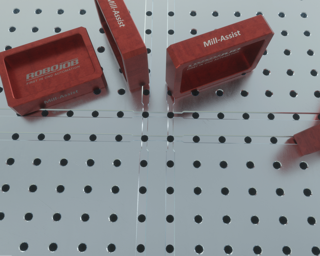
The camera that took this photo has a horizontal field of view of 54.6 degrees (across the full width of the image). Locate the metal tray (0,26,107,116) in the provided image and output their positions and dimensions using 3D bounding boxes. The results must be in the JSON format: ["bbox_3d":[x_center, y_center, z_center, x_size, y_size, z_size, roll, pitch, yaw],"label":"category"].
[{"bbox_3d":[-0.152,-0.082,0.438,0.131,0.030,0.090,-21,71,-8],"label":"metal tray"}]

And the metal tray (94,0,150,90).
[{"bbox_3d":[-0.054,-0.128,0.423,0.030,0.090,0.130,-22,72,-7],"label":"metal tray"}]

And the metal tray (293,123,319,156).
[{"bbox_3d":[0.245,-0.009,0.380,0.131,0.090,0.030,-20,79,-7],"label":"metal tray"}]

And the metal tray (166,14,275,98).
[{"bbox_3d":[0.074,-0.091,0.411,0.131,0.090,0.030,-21,72,-7],"label":"metal tray"}]
